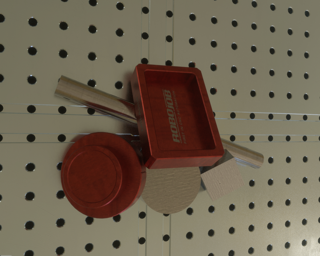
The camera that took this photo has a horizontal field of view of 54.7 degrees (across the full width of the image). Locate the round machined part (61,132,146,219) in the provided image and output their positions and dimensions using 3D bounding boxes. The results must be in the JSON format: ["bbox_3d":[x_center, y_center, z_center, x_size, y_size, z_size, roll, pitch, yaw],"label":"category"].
[{"bbox_3d":[-0.068,0.053,0.350,0.098,0.042,0.097,-1,85,12],"label":"round machined part"}]

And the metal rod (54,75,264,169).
[{"bbox_3d":[0.013,-0.001,0.414,0.302,0.025,0.025,21,83,-19],"label":"metal rod"}]

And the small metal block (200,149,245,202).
[{"bbox_3d":[0.082,0.065,0.428,0.050,0.025,0.050,-27,116,-2],"label":"small metal block"}]

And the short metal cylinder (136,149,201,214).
[{"bbox_3d":[0.005,0.064,0.397,0.081,0.050,0.079,0,90,-20],"label":"short metal cylinder"}]

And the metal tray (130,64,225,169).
[{"bbox_3d":[0.018,-0.017,0.382,0.091,0.030,0.130,0,61,-21],"label":"metal tray"}]
